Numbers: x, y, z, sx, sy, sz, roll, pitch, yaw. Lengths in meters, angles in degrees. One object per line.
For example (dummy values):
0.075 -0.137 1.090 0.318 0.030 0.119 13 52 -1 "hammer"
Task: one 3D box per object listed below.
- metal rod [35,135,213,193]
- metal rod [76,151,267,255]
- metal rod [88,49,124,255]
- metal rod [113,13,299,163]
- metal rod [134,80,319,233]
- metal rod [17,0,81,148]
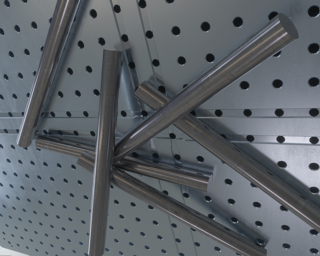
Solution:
-0.069 0.050 0.478 0.300 0.025 0.025 11 123 22 "metal rod"
0.015 0.115 0.455 0.301 0.025 0.025 28 128 3 "metal rod"
-0.077 0.045 0.426 0.025 0.025 0.298 14 108 20 "metal rod"
0.016 -0.021 0.352 0.025 0.025 0.299 49 135 -6 "metal rod"
0.095 0.039 0.385 0.300 0.025 0.025 37 129 3 "metal rod"
-0.175 -0.067 0.462 0.025 0.025 0.298 39 129 2 "metal rod"
